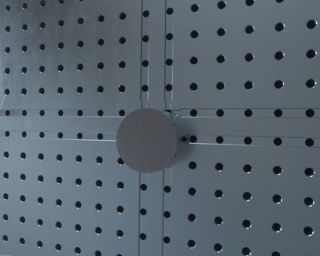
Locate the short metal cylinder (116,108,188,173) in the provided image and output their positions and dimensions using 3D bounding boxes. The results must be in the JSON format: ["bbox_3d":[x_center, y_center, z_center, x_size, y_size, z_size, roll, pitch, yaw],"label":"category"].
[{"bbox_3d":[-0.009,0.015,0.402,0.080,0.050,0.079,0,90,19],"label":"short metal cylinder"}]
